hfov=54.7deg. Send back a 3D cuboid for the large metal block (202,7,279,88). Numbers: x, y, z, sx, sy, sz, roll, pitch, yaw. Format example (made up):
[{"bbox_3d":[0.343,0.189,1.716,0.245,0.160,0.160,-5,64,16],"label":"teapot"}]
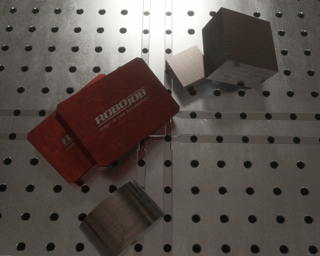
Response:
[{"bbox_3d":[0.108,-0.107,0.425,0.081,0.050,0.080,7,68,-22],"label":"large metal block"}]

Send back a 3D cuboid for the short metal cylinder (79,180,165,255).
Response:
[{"bbox_3d":[-0.041,0.104,0.344,0.080,0.080,0.050,-40,75,-13],"label":"short metal cylinder"}]

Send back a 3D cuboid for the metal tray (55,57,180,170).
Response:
[{"bbox_3d":[-0.050,-0.020,0.388,0.131,0.030,0.090,-38,90,-26],"label":"metal tray"}]

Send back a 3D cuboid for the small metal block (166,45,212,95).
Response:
[{"bbox_3d":[0.042,-0.083,0.443,0.050,0.025,0.050,-27,73,-10],"label":"small metal block"}]

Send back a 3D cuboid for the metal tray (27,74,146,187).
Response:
[{"bbox_3d":[-0.092,0.001,0.408,0.090,0.030,0.130,43,75,13],"label":"metal tray"}]
